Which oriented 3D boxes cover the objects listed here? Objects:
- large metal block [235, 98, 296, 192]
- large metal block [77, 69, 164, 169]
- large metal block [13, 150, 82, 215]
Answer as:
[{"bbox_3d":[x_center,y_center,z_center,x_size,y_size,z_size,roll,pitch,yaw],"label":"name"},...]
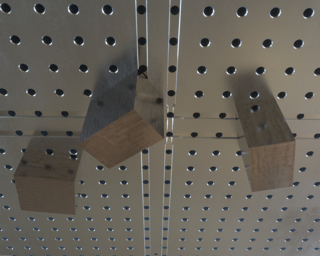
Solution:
[{"bbox_3d":[0.132,0.022,0.395,0.050,0.080,0.080,-10,130,8],"label":"large metal block"},{"bbox_3d":[-0.043,-0.011,0.366,0.080,0.080,0.050,-30,124,23],"label":"large metal block"},{"bbox_3d":[-0.163,0.082,0.464,0.080,0.050,0.079,7,130,-6],"label":"large metal block"}]
